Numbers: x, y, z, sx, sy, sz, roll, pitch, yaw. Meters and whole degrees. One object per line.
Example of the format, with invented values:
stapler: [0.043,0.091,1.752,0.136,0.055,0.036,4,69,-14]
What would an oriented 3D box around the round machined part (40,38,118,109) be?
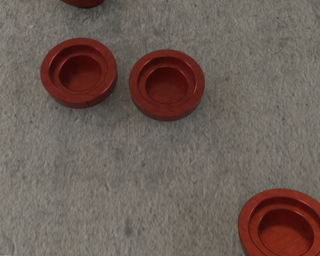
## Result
round machined part: [-0.107,-0.070,0.424,0.099,0.042,0.098,0,70,-1]

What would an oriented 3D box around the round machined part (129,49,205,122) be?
round machined part: [0.009,-0.054,0.419,0.099,0.042,0.098,0,70,-1]

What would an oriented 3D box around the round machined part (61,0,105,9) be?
round machined part: [-0.117,-0.226,0.480,0.099,0.042,0.098,0,70,-1]

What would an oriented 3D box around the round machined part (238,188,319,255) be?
round machined part: [0.138,0.120,0.343,0.098,0.042,0.098,-9,44,9]
